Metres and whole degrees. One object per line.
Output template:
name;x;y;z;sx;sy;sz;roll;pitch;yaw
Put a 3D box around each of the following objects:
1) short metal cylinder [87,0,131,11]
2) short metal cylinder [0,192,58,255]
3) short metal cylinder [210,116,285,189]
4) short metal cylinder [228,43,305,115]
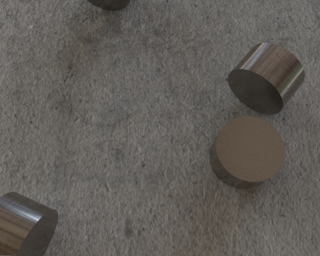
short metal cylinder;-0.077;-0.222;0.459;0.080;0.080;0.050;11;71;3
short metal cylinder;-0.156;0.116;0.335;0.050;0.080;0.080;22;71;7
short metal cylinder;0.106;0.031;0.385;0.081;0.050;0.080;0;70;0
short metal cylinder;0.137;-0.063;0.404;0.080;0.080;0.050;38;75;12
